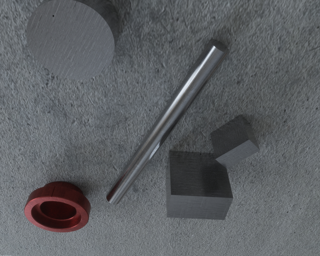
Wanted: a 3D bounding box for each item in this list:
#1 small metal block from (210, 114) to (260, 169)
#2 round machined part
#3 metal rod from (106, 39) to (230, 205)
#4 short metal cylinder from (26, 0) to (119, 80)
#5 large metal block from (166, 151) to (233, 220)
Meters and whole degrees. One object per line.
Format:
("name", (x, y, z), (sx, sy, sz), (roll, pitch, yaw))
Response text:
("small metal block", (0.097, 0.018, 0.407), (0.050, 0.050, 0.025), (-35, 122, 25))
("round machined part", (-0.161, 0.123, 0.499), (0.099, 0.042, 0.097), (-1, 130, 0))
("metal rod", (-0.005, 0.013, 0.417), (0.025, 0.025, 0.298), (22, 127, -18))
("short metal cylinder", (-0.083, -0.096, 0.308), (0.081, 0.050, 0.079), (0, 130, 0))
("large metal block", (0.051, 0.080, 0.440), (0.081, 0.080, 0.050), (4, 130, -4))
